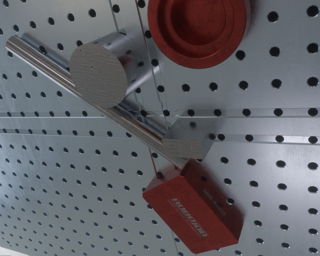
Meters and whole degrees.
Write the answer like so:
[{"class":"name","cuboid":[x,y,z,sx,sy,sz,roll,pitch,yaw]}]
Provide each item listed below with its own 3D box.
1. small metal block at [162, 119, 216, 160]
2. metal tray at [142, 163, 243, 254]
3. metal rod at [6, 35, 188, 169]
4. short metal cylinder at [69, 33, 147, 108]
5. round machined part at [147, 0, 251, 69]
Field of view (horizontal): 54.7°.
[{"class":"small metal block","cuboid":[0.037,0.013,0.383,0.050,0.050,0.025,3,120,27]},{"class":"metal tray","cuboid":[0.047,0.123,0.460,0.090,0.030,0.130,-34,100,38]},{"class":"metal rod","cuboid":[-0.089,-0.039,0.433,0.301,0.025,0.025,34,129,5]},{"class":"short metal cylinder","cuboid":[-0.063,-0.072,0.384,0.080,0.050,0.079,13,124,21]},{"class":"round machined part","cuboid":[0.041,-0.113,0.309,0.098,0.042,0.097,13,124,21]}]
